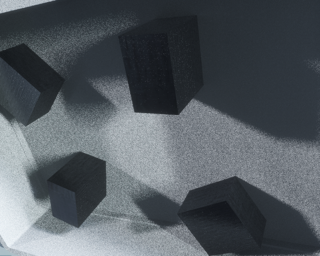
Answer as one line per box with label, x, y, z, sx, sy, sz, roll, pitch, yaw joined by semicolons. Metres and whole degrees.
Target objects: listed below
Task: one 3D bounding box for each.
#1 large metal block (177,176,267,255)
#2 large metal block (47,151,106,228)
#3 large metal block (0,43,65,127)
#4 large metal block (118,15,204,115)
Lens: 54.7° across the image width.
large metal block;0.085;0.122;0.423;0.080;0.050;0.080;-28;104;37
large metal block;-0.131;0.099;0.503;0.050;0.080;0.079;18;126;18
large metal block;-0.201;-0.063;0.459;0.080;0.050;0.080;42;129;-1
large metal block;0.006;-0.068;0.328;0.050;0.080;0.079;5;121;26
